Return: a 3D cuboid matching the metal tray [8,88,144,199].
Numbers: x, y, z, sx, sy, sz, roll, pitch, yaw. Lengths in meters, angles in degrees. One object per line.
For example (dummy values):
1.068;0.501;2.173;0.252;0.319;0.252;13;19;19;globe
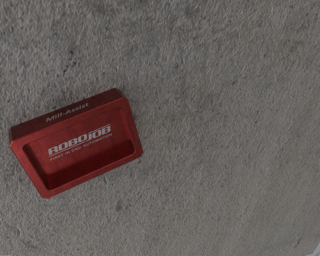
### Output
-0.092;0.018;0.363;0.131;0.030;0.090;-24;127;-14;metal tray
